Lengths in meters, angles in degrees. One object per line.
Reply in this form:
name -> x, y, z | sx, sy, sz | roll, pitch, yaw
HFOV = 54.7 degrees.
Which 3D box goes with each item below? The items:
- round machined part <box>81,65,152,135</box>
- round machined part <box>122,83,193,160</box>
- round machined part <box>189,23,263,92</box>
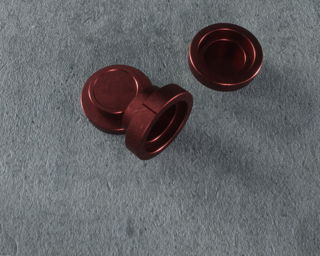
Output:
round machined part -> -0.057, -0.043, 0.414 | 0.099, 0.042, 0.098 | 0, 70, 0
round machined part -> -0.007, -0.012, 0.374 | 0.042, 0.098, 0.098 | 38, 74, 22
round machined part -> 0.089, -0.094, 0.434 | 0.099, 0.042, 0.098 | 0, 70, 0
